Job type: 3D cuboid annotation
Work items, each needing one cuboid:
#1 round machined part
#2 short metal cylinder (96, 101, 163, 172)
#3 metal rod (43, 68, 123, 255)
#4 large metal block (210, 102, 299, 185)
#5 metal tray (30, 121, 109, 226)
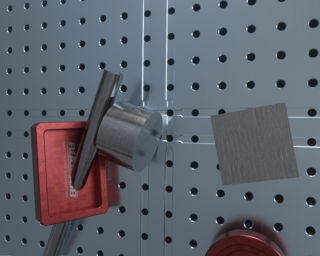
[{"bbox_3d":[0.102,0.169,0.367,0.098,0.042,0.097,0,90,20],"label":"round machined part"},{"bbox_3d":[-0.037,0.010,0.396,0.050,0.080,0.080,19,96,19],"label":"short metal cylinder"},{"bbox_3d":[-0.111,0.062,0.430,0.025,0.025,0.298,27,107,18],"label":"metal rod"},{"bbox_3d":[0.110,0.019,0.361,0.080,0.050,0.080,-10,87,19],"label":"large metal block"},{"bbox_3d":[-0.121,0.057,0.420,0.030,0.091,0.129,-6,88,56],"label":"metal tray"}]
